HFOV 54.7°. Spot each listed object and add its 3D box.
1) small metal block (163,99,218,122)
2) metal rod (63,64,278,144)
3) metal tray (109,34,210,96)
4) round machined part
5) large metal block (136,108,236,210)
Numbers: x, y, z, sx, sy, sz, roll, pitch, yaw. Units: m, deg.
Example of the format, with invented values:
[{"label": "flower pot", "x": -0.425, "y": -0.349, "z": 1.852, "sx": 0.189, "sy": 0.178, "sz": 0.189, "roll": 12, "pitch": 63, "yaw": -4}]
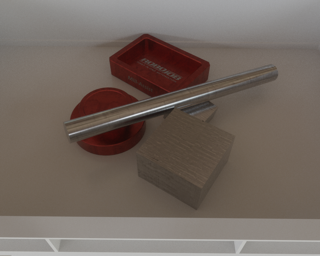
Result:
[{"label": "small metal block", "x": 0.041, "y": -0.021, "z": 0.418, "sx": 0.050, "sy": 0.025, "sz": 0.050, "roll": 37, "pitch": 59, "yaw": 15}, {"label": "metal rod", "x": 0.031, "y": -0.038, "z": 0.395, "sx": 0.302, "sy": 0.025, "sz": 0.025, "roll": -18, "pitch": 52, "yaw": -23}, {"label": "metal tray", "x": -0.001, "y": -0.092, "z": 0.478, "sx": 0.130, "sy": 0.030, "sz": 0.090, "roll": 31, "pitch": 56, "yaw": 23}, {"label": "round machined part", "x": -0.068, "y": -0.016, "z": 0.406, "sx": 0.099, "sy": 0.042, "sz": 0.098, "roll": 0, "pitch": 50, "yaw": 0}, {"label": "large metal block", "x": 0.030, "y": 0.034, "z": 0.361, "sx": 0.080, "sy": 0.050, "sz": 0.080, "roll": 27, "pitch": 55, "yaw": 20}]
